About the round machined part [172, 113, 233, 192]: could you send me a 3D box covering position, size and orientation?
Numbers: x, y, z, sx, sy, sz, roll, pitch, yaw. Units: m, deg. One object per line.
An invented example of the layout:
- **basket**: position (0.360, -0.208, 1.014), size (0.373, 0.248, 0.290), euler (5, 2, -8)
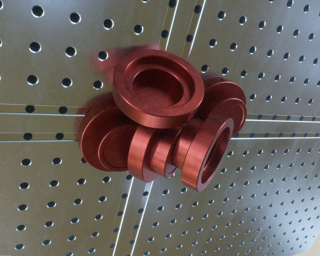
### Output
- **round machined part**: position (0.050, 0.026, 0.383), size (0.098, 0.042, 0.097), euler (-47, 151, -37)

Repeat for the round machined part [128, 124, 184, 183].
- **round machined part**: position (0.004, 0.023, 0.388), size (0.098, 0.042, 0.097), euler (-52, 153, -39)

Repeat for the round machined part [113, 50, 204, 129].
- **round machined part**: position (-0.004, -0.039, 0.346), size (0.099, 0.098, 0.042), euler (-12, 149, -22)

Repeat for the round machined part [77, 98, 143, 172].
- **round machined part**: position (-0.049, 0.015, 0.384), size (0.099, 0.042, 0.097), euler (-14, 125, -21)

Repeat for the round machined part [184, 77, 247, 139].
- **round machined part**: position (0.082, -0.019, 0.435), size (0.099, 0.042, 0.097), euler (-14, 125, -21)
